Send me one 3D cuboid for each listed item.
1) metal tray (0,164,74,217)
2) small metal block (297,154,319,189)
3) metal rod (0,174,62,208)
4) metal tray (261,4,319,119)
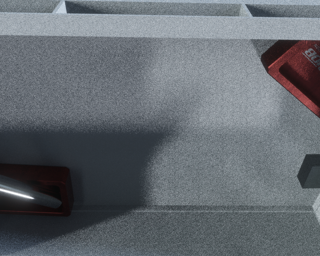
[{"bbox_3d":[-0.208,0.099,0.486,0.131,0.030,0.089,4,130,-4],"label":"metal tray"},{"bbox_3d":[0.244,0.066,0.469,0.050,0.025,0.050,-1,130,0],"label":"small metal block"},{"bbox_3d":[-0.227,0.057,0.366,0.025,0.025,0.300,-22,149,17],"label":"metal rod"},{"bbox_3d":[0.192,-0.067,0.351,0.131,0.030,0.090,32,123,-25],"label":"metal tray"}]
